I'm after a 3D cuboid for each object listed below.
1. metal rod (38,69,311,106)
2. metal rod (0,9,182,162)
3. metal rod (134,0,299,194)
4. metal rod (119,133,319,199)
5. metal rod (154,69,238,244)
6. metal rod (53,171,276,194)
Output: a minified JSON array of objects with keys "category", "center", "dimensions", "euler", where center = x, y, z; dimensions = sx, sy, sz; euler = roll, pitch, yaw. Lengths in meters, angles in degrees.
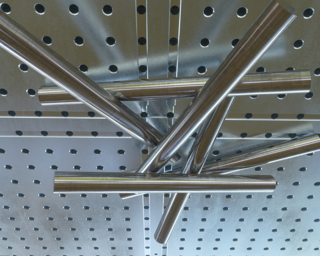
[{"category":"metal rod","center":[0.007,-0.044,0.352],"dimensions":[0.301,0.025,0.025],"euler":[-2,131,10]},{"category":"metal rod","center":[-0.061,-0.027,0.337],"dimensions":[0.025,0.025,0.301],"euler":[-28,141,21]},{"category":"metal rod","center":[0.033,-0.008,0.347],"dimensions":[0.025,0.025,0.298],"euler":[22,133,-18]},{"category":"metal rod","center":[0.079,0.060,0.463],"dimensions":[0.301,0.025,0.025],"euler":[-16,128,13]},{"category":"metal rod","center":[0.045,0.058,0.433],"dimensions":[0.025,0.025,0.298],"euler":[13,121,-11]},{"category":"metal rod","center":[0.022,0.072,0.402],"dimensions":[0.302,0.025,0.025],"euler":[4,131,-21]}]
